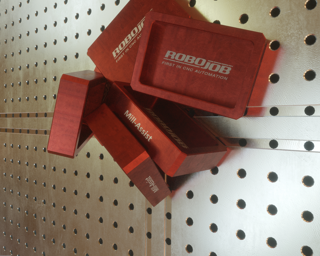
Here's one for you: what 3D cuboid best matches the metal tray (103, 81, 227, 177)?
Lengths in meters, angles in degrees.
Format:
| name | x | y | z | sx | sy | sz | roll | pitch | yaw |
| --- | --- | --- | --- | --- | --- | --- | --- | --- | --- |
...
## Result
| name | x | y | z | sx | sy | sz | roll | pitch | yaw |
| --- | --- | --- | --- | --- | --- | --- | --- | --- | --- |
| metal tray | 0.005 | -0.003 | 0.362 | 0.130 | 0.091 | 0.030 | 46 | 117 | 30 |

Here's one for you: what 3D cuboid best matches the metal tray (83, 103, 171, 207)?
| name | x | y | z | sx | sy | sz | roll | pitch | yaw |
| --- | --- | --- | --- | --- | --- | --- | --- | --- | --- |
| metal tray | -0.036 | 0.037 | 0.377 | 0.030 | 0.130 | 0.090 | -38 | 60 | -9 |

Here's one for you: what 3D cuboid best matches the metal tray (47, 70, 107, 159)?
| name | x | y | z | sx | sy | sz | roll | pitch | yaw |
| --- | --- | --- | --- | --- | --- | --- | --- | --- | --- |
| metal tray | -0.100 | -0.025 | 0.394 | 0.030 | 0.130 | 0.089 | 14 | 102 | -4 |

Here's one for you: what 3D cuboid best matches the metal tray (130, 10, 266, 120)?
| name | x | y | z | sx | sy | sz | roll | pitch | yaw |
| --- | --- | --- | --- | --- | --- | --- | --- | --- | --- |
| metal tray | 0.039 | -0.070 | 0.343 | 0.130 | 0.030 | 0.089 | 17 | 102 | 15 |

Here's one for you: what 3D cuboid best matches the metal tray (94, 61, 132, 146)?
| name | x | y | z | sx | sy | sz | roll | pitch | yaw |
| --- | --- | --- | --- | --- | --- | --- | --- | --- | --- |
| metal tray | -0.071 | -0.049 | 0.466 | 0.090 | 0.030 | 0.129 | 46 | 117 | 29 |

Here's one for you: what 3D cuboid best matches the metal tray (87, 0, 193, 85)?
| name | x | y | z | sx | sy | sz | roll | pitch | yaw |
| --- | --- | --- | --- | --- | --- | --- | --- | --- | --- |
| metal tray | -0.026 | -0.114 | 0.404 | 0.130 | 0.030 | 0.090 | -44 | 66 | 15 |
